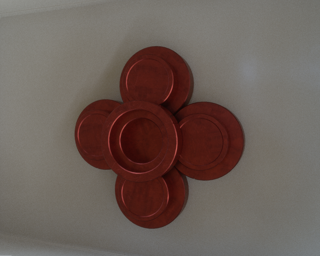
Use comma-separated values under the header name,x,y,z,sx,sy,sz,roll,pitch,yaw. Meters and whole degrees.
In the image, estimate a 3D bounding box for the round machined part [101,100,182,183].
name,x,y,z,sx,sy,sz,roll,pitch,yaw
round machined part,-0.019,0.015,0.384,0.098,0.042,0.097,0,90,20

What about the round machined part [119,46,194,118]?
name,x,y,z,sx,sy,sz,roll,pitch,yaw
round machined part,-0.009,-0.058,0.401,0.098,0.042,0.097,0,90,20

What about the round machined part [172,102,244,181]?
name,x,y,z,sx,sy,sz,roll,pitch,yaw
round machined part,0.052,0.016,0.381,0.098,0.042,0.097,0,90,20

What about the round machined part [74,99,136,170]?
name,x,y,z,sx,sy,sz,roll,pitch,yaw
round machined part,-0.077,0.009,0.426,0.098,0.042,0.097,0,90,20

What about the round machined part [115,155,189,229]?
name,x,y,z,sx,sy,sz,roll,pitch,yaw
round machined part,-0.015,0.083,0.405,0.098,0.042,0.097,-1,88,18
